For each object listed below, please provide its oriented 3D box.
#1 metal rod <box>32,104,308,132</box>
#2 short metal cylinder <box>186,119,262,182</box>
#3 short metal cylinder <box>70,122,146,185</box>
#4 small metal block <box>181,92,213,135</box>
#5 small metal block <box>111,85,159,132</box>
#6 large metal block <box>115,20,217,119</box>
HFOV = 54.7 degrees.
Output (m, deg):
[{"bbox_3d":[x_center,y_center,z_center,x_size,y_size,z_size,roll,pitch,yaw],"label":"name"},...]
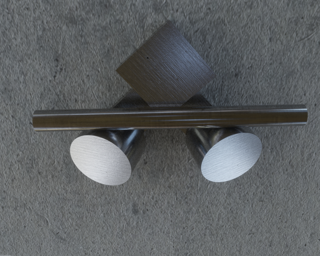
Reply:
[{"bbox_3d":[0.011,-0.011,0.352,0.302,0.025,0.025,-1,110,0],"label":"metal rod"},{"bbox_3d":[0.079,0.022,0.392,0.081,0.050,0.079,-12,130,-14],"label":"short metal cylinder"},{"bbox_3d":[-0.064,0.026,0.391,0.080,0.050,0.079,11,129,14],"label":"short metal cylinder"},{"bbox_3d":[0.042,-0.021,0.403,0.050,0.025,0.050,-41,105,13],"label":"small metal block"},{"bbox_3d":[-0.030,-0.023,0.402,0.050,0.025,0.050,-42,105,12],"label":"small metal block"},{"bbox_3d":[0.007,-0.070,0.370,0.080,0.050,0.080,-40,106,13],"label":"large metal block"}]
